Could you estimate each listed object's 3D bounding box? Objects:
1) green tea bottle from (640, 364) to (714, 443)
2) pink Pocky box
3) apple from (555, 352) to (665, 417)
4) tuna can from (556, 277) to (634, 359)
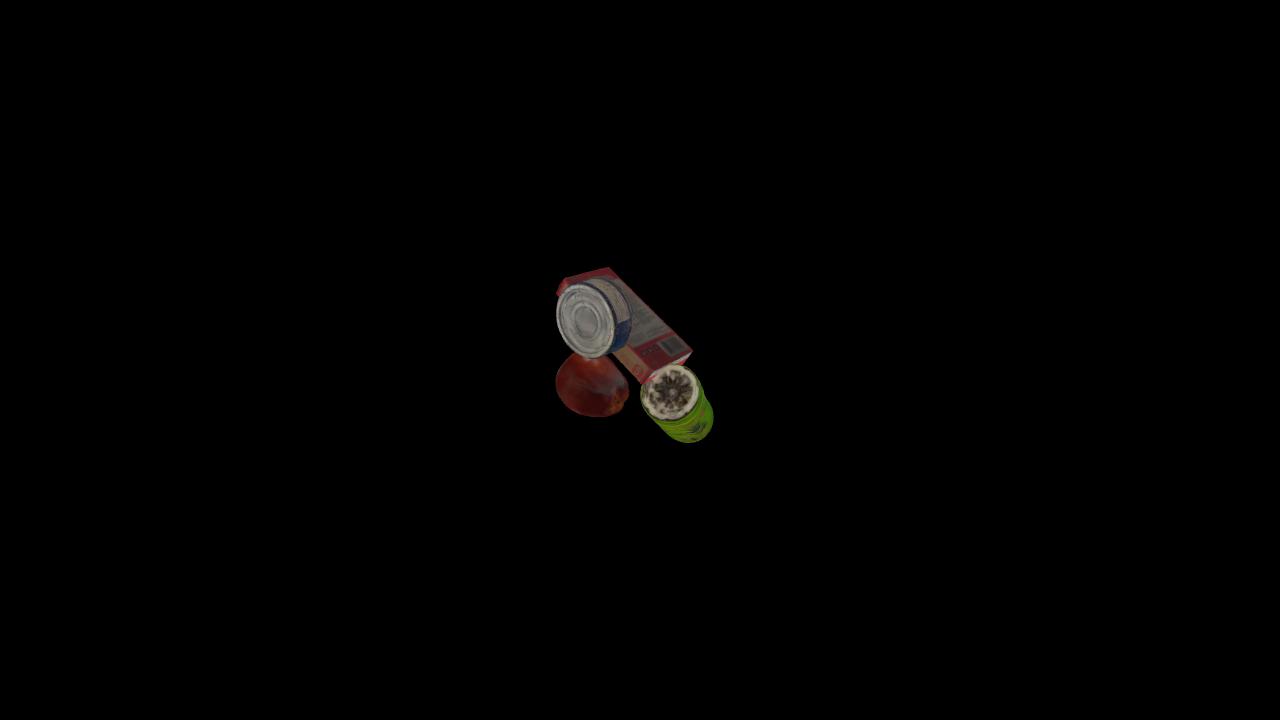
[{"bbox_3d":[0.053,0.063,0.770,0.073,0.073,0.212,0,-15,11],"label":"green tea bottle"},{"bbox_3d":[-0.018,-0.044,0.718,0.084,0.155,0.029,-25,-24,-49],"label":"pink Pocky box"},{"bbox_3d":[-0.059,0.029,0.747,0.093,0.079,0.079,35,16,24],"label":"apple"},{"bbox_3d":[-0.049,-0.044,0.654,0.084,0.084,0.034,0,17,37],"label":"tuna can"}]
